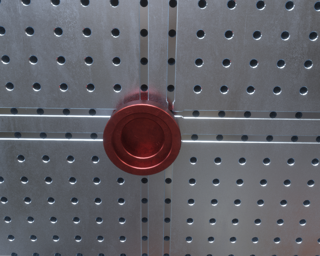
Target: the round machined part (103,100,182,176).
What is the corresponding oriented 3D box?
[{"bbox_3d":[-0.022,0.010,0.408,0.099,0.042,0.097,0,110,0],"label":"round machined part"}]
